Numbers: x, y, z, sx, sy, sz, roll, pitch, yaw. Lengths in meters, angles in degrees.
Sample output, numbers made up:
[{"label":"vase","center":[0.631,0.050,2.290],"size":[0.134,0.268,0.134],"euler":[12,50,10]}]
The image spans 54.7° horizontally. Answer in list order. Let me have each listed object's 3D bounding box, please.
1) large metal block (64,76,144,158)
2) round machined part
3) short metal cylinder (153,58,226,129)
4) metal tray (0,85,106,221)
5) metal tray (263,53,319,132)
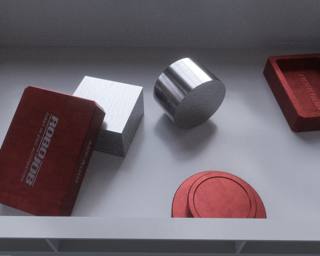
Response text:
[{"label":"large metal block","center":[-0.072,-0.016,0.401],"size":[0.080,0.050,0.080],"euler":[12,51,9]},{"label":"round machined part","center":[0.061,0.086,0.323],"size":[0.099,0.042,0.098],"euler":[0,50,0]},{"label":"short metal cylinder","center":[0.038,-0.044,0.407],"size":[0.081,0.080,0.050],"euler":[-25,55,-20]},{"label":"metal tray","center":[-0.125,0.025,0.341],"size":[0.090,0.030,0.130],"euler":[14,78,13]},{"label":"metal tray","center":[0.217,-0.056,0.451],"size":[0.091,0.030,0.130],"euler":[-5,50,-4]}]
